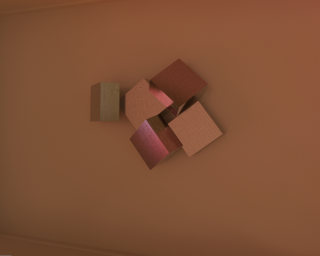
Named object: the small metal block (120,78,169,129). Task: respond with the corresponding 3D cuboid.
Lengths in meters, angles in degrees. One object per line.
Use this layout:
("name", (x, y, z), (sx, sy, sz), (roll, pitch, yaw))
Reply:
("small metal block", (-0.021, -0.030, 0.415), (0.050, 0.025, 0.050), (-39, 78, 15))

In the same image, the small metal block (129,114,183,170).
("small metal block", (-0.006, 0.018, 0.398), (0.050, 0.025, 0.050), (55, 137, 12))

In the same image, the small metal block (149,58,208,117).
("small metal block", (0.022, -0.051, 0.388), (0.050, 0.025, 0.050), (-40, 75, -21))

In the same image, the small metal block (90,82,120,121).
("small metal block", (-0.075, -0.034, 0.420), (0.050, 0.025, 0.050), (1, 90, 63))

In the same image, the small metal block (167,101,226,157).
("small metal block", (0.046, 0.001, 0.392), (0.050, 0.025, 0.050), (-37, 79, 16))
